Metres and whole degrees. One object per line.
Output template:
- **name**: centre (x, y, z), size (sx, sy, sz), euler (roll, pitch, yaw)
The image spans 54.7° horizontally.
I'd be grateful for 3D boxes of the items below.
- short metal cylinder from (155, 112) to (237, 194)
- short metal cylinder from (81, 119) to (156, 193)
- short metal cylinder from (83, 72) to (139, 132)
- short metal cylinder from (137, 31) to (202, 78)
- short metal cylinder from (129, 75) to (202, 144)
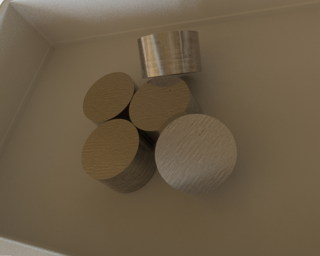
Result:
- **short metal cylinder**: centre (0.035, 0.023, 0.328), size (0.081, 0.050, 0.079), euler (0, 96, -1)
- **short metal cylinder**: centre (-0.050, 0.035, 0.390), size (0.080, 0.050, 0.080), euler (-13, 56, 20)
- **short metal cylinder**: centre (-0.060, -0.031, 0.436), size (0.080, 0.050, 0.080), euler (-13, 56, 20)
- **short metal cylinder**: centre (0.013, -0.095, 0.409), size (0.080, 0.080, 0.050), euler (-3, 99, 26)
- **short metal cylinder**: centre (0.008, -0.020, 0.394), size (0.080, 0.050, 0.080), euler (-13, 56, 20)
